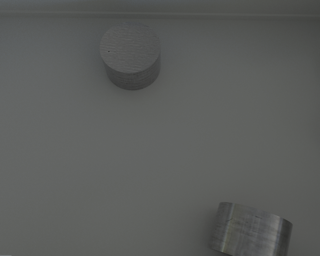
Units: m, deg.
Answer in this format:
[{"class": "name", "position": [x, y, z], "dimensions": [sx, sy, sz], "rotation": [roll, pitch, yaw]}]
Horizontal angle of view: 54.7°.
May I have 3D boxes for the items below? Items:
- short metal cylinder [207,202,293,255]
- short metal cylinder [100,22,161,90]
[{"class": "short metal cylinder", "position": [0.097, 0.119, 0.338], "dimensions": [0.080, 0.080, 0.050], "rotation": [18, 71, 6]}, {"class": "short metal cylinder", "position": [-0.039, -0.099, 0.432], "dimensions": [0.081, 0.050, 0.080], "rotation": [0, 70, 0]}]
